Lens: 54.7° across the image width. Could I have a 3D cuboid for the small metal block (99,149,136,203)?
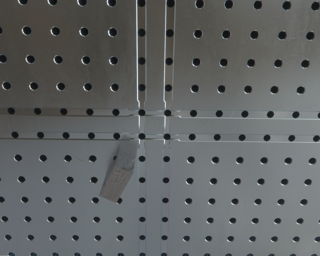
[{"bbox_3d":[-0.057,0.065,0.423,0.025,0.050,0.050,26,108,-10],"label":"small metal block"}]
